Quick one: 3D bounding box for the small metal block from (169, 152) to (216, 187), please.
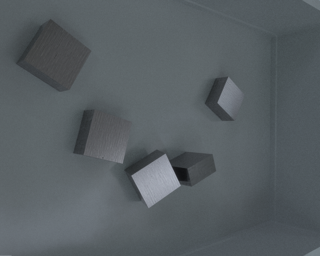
[{"bbox_3d":[0.039,0.055,0.423,0.050,0.050,0.025,-23,105,-38],"label":"small metal block"}]

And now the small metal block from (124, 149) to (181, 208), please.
[{"bbox_3d":[-0.009,0.063,0.391,0.050,0.025,0.050,-32,110,-19],"label":"small metal block"}]

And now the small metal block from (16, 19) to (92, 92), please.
[{"bbox_3d":[-0.107,-0.072,0.317,0.050,0.025,0.050,36,68,-34],"label":"small metal block"}]

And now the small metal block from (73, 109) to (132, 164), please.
[{"bbox_3d":[-0.064,0.010,0.353,0.050,0.025,0.050,19,78,-38],"label":"small metal block"}]

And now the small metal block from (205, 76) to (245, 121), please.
[{"bbox_3d":[0.104,-0.046,0.493,0.050,0.025,0.050,39,66,-33],"label":"small metal block"}]
